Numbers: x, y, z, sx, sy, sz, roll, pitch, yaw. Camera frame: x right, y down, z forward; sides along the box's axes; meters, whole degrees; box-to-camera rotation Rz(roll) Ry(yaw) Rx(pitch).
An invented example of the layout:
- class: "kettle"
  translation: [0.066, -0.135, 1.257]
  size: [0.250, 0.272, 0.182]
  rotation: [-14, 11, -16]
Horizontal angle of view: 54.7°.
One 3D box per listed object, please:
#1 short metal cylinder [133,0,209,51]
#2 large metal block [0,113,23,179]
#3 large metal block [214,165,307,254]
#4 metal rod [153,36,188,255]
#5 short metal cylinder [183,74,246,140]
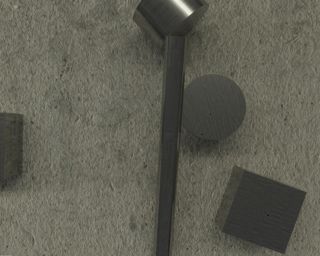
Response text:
- class: "short metal cylinder"
  translation: [0.013, -0.141, 0.383]
  size: [0.080, 0.080, 0.050]
  rotation: [-42, 90, 0]
- class: "large metal block"
  translation: [-0.227, 0.021, 0.396]
  size: [0.081, 0.050, 0.080]
  rotation: [1, 90, 0]
- class: "large metal block"
  translation: [0.126, 0.101, 0.399]
  size: [0.080, 0.050, 0.080]
  rotation: [20, 90, 0]
- class: "metal rod"
  translation: [0.010, 0.043, 0.378]
  size: [0.025, 0.025, 0.298]
  rotation: [3, 103, 0]
- class: "short metal cylinder"
  translation: [0.064, -0.025, 0.398]
  size: [0.081, 0.050, 0.080]
  rotation: [0, 90, 0]
